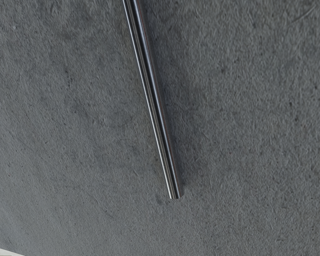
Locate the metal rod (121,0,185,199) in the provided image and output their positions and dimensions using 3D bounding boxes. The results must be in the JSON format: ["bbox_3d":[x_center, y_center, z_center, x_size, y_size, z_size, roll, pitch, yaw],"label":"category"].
[{"bbox_3d":[-0.006,-0.035,0.388,0.025,0.025,0.298,2,119,27],"label":"metal rod"}]
